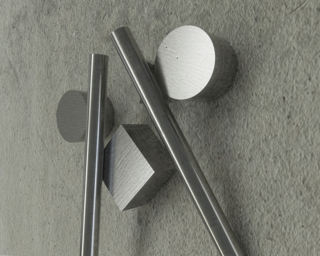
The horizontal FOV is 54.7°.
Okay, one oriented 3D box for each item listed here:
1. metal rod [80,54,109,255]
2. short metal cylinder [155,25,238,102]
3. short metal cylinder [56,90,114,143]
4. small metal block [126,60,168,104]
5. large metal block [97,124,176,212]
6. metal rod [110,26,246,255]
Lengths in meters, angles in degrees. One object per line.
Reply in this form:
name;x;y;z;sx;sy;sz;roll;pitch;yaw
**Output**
metal rod;-0.089;0.054;0.412;0.025;0.025;0.298;6;93;40
short metal cylinder;0.041;-0.071;0.355;0.080;0.050;0.080;0;90;40
short metal cylinder;-0.118;-0.018;0.486;0.080;0.050;0.080;0;90;40
small metal block;-0.009;-0.058;0.396;0.025;0.050;0.050;34;111;35
large metal block;-0.034;0.051;0.417;0.080;0.050;0.080;-52;60;27
metal rod;0.020;0.022;0.348;0.025;0.025;0.299;-31;84;36
